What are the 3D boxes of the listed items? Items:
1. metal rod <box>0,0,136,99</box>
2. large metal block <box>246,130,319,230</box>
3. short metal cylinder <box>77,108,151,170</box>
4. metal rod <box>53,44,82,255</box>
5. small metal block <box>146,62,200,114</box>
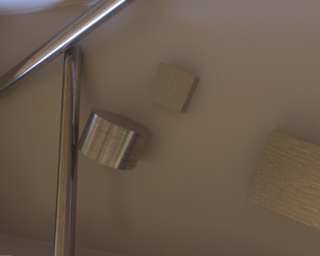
[{"bbox_3d":[-0.149,-0.113,0.436,0.300,0.025,0.025,-26,82,25],"label":"metal rod"},{"bbox_3d":[0.151,0.054,0.344,0.080,0.050,0.080,21,97,18],"label":"large metal block"},{"bbox_3d":[-0.059,0.013,0.401,0.080,0.080,0.050,26,99,18],"label":"short metal cylinder"},{"bbox_3d":[-0.122,0.026,0.414,0.025,0.025,0.299,-8,73,19],"label":"metal rod"},{"bbox_3d":[0.017,-0.052,0.404,0.050,0.025,0.050,25,98,17],"label":"small metal block"}]
